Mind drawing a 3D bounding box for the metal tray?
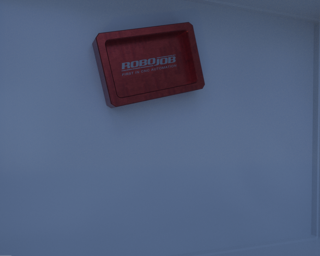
[{"bbox_3d":[-0.013,-0.083,0.403,0.131,0.030,0.089,-14,95,-20],"label":"metal tray"}]
